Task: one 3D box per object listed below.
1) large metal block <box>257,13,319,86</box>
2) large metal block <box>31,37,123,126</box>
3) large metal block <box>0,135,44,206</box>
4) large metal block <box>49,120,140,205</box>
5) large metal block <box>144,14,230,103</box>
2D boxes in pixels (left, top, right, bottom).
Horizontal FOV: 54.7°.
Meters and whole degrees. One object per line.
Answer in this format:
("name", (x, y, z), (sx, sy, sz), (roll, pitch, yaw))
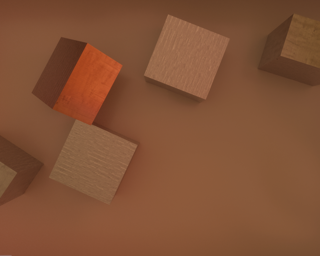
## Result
("large metal block", (0.180, -0.093, 0.386), (0.080, 0.080, 0.050), (17, 90, -1))
("large metal block", (-0.103, -0.059, 0.376), (0.050, 0.080, 0.080), (28, 89, -41))
("large metal block", (-0.205, 0.048, 0.381), (0.080, 0.080, 0.050), (34, 90, -1))
("large metal block", (-0.080, 0.040, 0.398), (0.080, 0.050, 0.080), (25, 90, -1))
("large metal block", (0.033, -0.086, 0.399), (0.080, 0.050, 0.080), (21, 90, -1))
